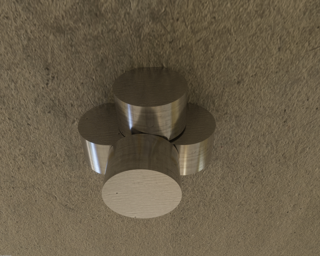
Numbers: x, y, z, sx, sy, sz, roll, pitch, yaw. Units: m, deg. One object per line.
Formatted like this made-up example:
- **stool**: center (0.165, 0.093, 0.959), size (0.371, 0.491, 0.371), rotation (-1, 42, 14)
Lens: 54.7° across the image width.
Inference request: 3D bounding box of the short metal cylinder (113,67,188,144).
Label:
- **short metal cylinder**: center (-0.010, -0.027, 0.349), size (0.081, 0.080, 0.050), rotation (-1, 130, 0)

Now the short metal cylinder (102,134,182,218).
- **short metal cylinder**: center (-0.018, 0.052, 0.331), size (0.081, 0.050, 0.079), rotation (0, 130, 0)

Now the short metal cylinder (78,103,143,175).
- **short metal cylinder**: center (-0.056, 0.012, 0.382), size (0.081, 0.080, 0.050), rotation (-1, 130, 0)

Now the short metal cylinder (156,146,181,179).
- **short metal cylinder**: center (-0.011, 0.050, 0.415), size (0.081, 0.080, 0.050), rotation (0, 130, -1)

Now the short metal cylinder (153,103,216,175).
- **short metal cylinder**: center (0.026, 0.012, 0.383), size (0.081, 0.080, 0.050), rotation (0, 130, 0)
